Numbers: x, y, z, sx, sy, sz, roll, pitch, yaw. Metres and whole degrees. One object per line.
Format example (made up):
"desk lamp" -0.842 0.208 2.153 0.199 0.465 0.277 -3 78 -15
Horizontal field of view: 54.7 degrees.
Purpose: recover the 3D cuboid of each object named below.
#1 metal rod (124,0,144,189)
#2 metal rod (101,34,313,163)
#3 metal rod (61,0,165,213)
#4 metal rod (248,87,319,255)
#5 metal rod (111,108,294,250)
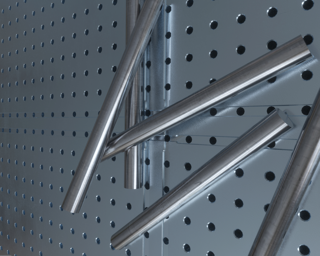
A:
"metal rod" -0.037 -0.065 0.437 0.025 0.025 0.298 1 91 39
"metal rod" 0.024 -0.019 0.368 0.300 0.025 0.025 -27 73 30
"metal rod" -0.061 -0.033 0.408 0.025 0.025 0.299 20 87 38
"metal rod" 0.118 0.093 0.311 0.025 0.025 0.298 28 107 36
"metal rod" 0.031 0.079 0.382 0.299 0.025 0.025 -44 64 30
